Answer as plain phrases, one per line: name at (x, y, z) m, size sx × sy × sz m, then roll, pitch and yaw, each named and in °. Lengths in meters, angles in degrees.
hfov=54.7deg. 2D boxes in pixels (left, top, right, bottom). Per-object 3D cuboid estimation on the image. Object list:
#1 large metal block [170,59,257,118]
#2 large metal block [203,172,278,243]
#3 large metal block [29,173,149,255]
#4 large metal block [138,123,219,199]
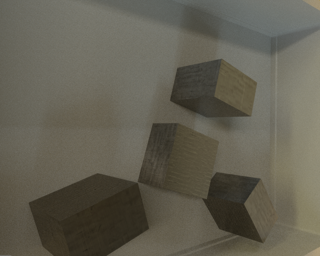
large metal block at (0.075, -0.051, 0.433) m, size 0.080 × 0.080 × 0.050 m, roll 21°, pitch 77°, yaw -38°
large metal block at (0.120, 0.118, 0.471) m, size 0.050 × 0.080 × 0.080 m, roll -44°, pitch 117°, yaw -31°
large metal block at (-0.072, 0.088, 0.311) m, size 0.081 × 0.080 × 0.050 m, roll -21°, pitch 104°, yaw -38°
large metal block at (0.026, 0.044, 0.412) m, size 0.080 × 0.050 × 0.080 m, roll 23°, pitch 76°, yaw -38°
